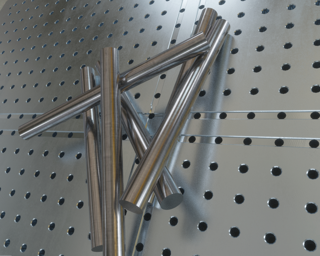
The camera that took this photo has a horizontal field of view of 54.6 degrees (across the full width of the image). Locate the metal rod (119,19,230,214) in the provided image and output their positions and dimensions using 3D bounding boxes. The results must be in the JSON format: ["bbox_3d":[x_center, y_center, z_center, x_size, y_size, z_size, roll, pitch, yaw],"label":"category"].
[{"bbox_3d":[0.032,-0.037,0.372,0.025,0.025,0.301,5,51,31],"label":"metal rod"}]

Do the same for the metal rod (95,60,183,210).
[{"bbox_3d":[-0.042,-0.016,0.419,0.025,0.025,0.300,-36,44,4],"label":"metal rod"}]

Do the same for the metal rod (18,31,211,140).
[{"bbox_3d":[-0.073,-0.052,0.430,0.300,0.025,0.025,-24,53,16],"label":"metal rod"}]

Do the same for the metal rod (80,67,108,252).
[{"bbox_3d":[-0.096,0.021,0.446,0.025,0.025,0.300,-24,53,14],"label":"metal rod"}]

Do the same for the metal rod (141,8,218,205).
[{"bbox_3d":[0.028,-0.044,0.421,0.025,0.025,0.300,7,65,31],"label":"metal rod"}]

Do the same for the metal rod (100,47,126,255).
[{"bbox_3d":[-0.057,0.041,0.367,0.025,0.025,0.299,-12,71,22],"label":"metal rod"}]
